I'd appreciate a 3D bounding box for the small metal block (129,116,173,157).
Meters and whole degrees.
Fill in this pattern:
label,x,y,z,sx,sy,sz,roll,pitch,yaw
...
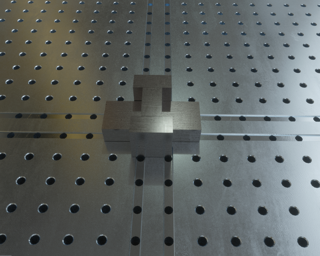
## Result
label,x,y,z,sx,sy,sz,roll,pitch,yaw
small metal block,-0.010,0.011,0.381,0.050,0.050,0.025,1,50,0

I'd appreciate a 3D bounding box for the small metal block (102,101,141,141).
label,x,y,z,sx,sy,sz,roll,pitch,yaw
small metal block,-0.048,-0.010,0.415,0.050,0.025,0.050,0,50,0

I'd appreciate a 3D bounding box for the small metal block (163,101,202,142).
label,x,y,z,sx,sy,sz,roll,pitch,yaw
small metal block,0.028,-0.009,0.415,0.050,0.025,0.050,1,50,0

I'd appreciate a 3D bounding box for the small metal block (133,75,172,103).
label,x,y,z,sx,sy,sz,roll,pitch,yaw
small metal block,-0.010,-0.046,0.430,0.050,0.050,0.025,1,50,0

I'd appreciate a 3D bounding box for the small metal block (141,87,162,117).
label,x,y,z,sx,sy,sz,roll,pitch,yaw
small metal block,-0.010,-0.018,0.405,0.025,0.050,0.050,1,50,0
